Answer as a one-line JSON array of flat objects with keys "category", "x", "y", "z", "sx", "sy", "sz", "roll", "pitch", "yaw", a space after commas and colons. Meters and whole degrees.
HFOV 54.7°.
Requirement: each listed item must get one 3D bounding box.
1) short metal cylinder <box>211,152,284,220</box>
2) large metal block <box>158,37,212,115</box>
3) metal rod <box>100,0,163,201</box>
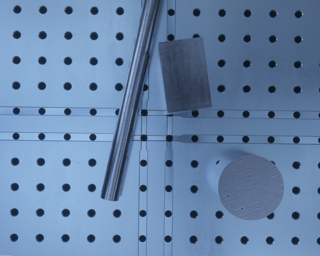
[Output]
[{"category": "short metal cylinder", "x": 0.111, "y": 0.072, "z": 0.402, "sx": 0.081, "sy": 0.050, "sz": 0.080, "roll": 0, "pitch": 90, "yaw": 0}, {"category": "large metal block", "x": 0.028, "y": -0.060, "z": 0.386, "sx": 0.050, "sy": 0.080, "sz": 0.080, "roll": -7, "pitch": 90, "yaw": 0}, {"category": "metal rod", "x": -0.035, "y": -0.052, "z": 0.412, "sx": 0.025, "sy": 0.025, "sz": 0.298, "roll": 12, "pitch": 90, "yaw": 0}]
